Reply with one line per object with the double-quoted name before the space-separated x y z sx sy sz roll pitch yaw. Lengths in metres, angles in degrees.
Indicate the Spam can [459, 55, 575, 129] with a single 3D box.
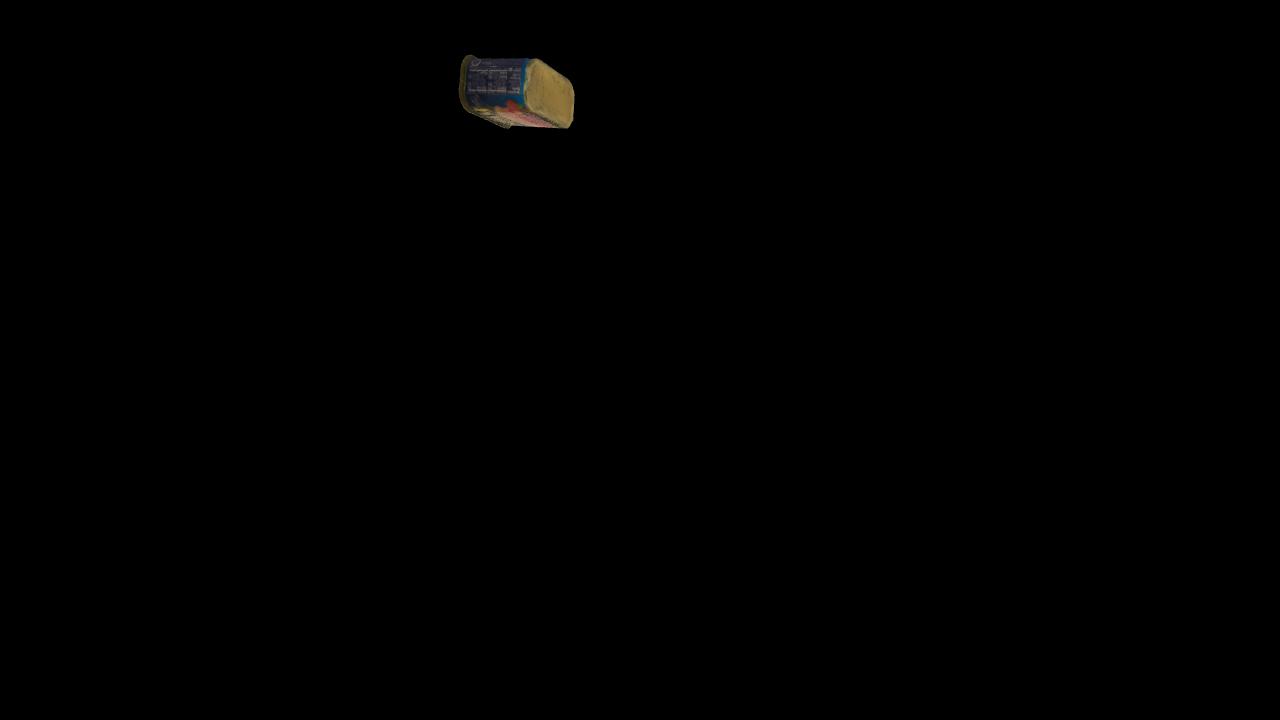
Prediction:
"Spam can" -0.130 -0.289 0.669 0.085 0.058 0.101 11 9 21
